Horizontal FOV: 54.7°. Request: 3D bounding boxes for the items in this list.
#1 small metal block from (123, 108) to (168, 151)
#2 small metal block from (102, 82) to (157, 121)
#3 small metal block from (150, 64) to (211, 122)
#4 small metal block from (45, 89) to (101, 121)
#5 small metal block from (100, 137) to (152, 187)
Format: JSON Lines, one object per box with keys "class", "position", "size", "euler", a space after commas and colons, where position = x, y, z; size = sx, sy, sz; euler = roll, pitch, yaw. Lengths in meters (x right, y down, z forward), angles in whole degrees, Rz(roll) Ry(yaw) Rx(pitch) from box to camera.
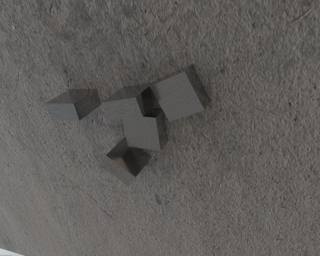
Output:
{"class": "small metal block", "position": [-0.020, 0.000, 0.418], "size": [0.050, 0.025, 0.050], "euler": [6, 121, 25]}
{"class": "small metal block", "position": [-0.035, -0.034, 0.388], "size": [0.050, 0.050, 0.025], "euler": [-5, 116, 30]}
{"class": "small metal block", "position": [0.024, -0.041, 0.369], "size": [0.050, 0.025, 0.050], "euler": [-18, 109, 35]}
{"class": "small metal block", "position": [-0.120, -0.033, 0.434], "size": [0.050, 0.050, 0.025], "euler": [2, 120, 27]}
{"class": "small metal block", "position": [-0.048, 0.048, 0.446], "size": [0.050, 0.050, 0.025], "euler": [36, 129, 4]}
